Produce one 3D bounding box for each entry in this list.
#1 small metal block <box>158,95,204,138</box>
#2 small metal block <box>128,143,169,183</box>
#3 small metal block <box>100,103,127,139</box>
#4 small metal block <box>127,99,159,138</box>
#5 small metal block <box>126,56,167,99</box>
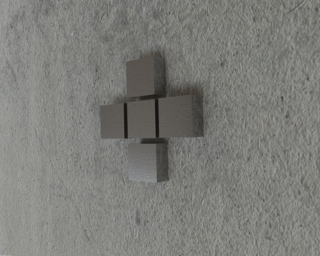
[{"bbox_3d":[0.026,-0.013,0.384,0.050,0.025,0.050,-2,89,39],"label":"small metal block"},{"bbox_3d":[-0.016,0.046,0.418,0.050,0.025,0.050,-3,88,39],"label":"small metal block"},{"bbox_3d":[-0.061,-0.009,0.455,0.050,0.025,0.050,-2,89,39],"label":"small metal block"},{"bbox_3d":[-0.017,-0.011,0.419,0.050,0.025,0.050,-2,89,39],"label":"small metal block"},{"bbox_3d":[-0.019,-0.067,0.420,0.050,0.025,0.050,-2,89,39],"label":"small metal block"}]
